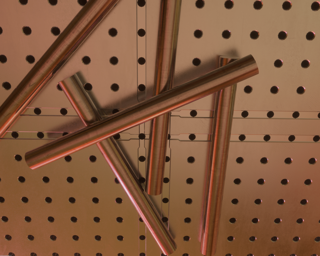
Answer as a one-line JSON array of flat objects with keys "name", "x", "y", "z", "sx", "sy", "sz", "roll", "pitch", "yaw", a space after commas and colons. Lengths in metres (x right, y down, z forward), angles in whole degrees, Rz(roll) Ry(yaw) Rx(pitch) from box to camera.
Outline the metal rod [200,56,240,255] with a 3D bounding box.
[{"name": "metal rod", "x": 0.081, "y": 0.052, "z": 0.433, "sx": 0.025, "sy": 0.025, "sz": 0.298, "roll": 2, "pitch": 110, "yaw": -1}]

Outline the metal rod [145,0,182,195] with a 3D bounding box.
[{"name": "metal rod", "x": 0.004, "y": -0.049, "z": 0.395, "sx": 0.025, "sy": 0.025, "sz": 0.298, "roll": 4, "pitch": 110, "yaw": -2}]

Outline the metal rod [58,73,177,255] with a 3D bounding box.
[{"name": "metal rod", "x": -0.051, "y": 0.063, "z": 0.435, "sx": 0.025, "sy": 0.025, "sz": 0.299, "roll": -25, "pitch": 109, "yaw": 8}]

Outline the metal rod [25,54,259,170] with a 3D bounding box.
[{"name": "metal rod", "x": -0.028, "y": -0.016, "z": 0.379, "sx": 0.301, "sy": 0.025, "sz": 0.025, "roll": -23, "pitch": 109, "yaw": 7}]

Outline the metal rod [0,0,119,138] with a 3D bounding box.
[{"name": "metal rod", "x": -0.158, "y": -0.058, "z": 0.389, "sx": 0.025, "sy": 0.025, "sz": 0.299, "roll": 42, "pitch": 104, "yaw": -14}]
